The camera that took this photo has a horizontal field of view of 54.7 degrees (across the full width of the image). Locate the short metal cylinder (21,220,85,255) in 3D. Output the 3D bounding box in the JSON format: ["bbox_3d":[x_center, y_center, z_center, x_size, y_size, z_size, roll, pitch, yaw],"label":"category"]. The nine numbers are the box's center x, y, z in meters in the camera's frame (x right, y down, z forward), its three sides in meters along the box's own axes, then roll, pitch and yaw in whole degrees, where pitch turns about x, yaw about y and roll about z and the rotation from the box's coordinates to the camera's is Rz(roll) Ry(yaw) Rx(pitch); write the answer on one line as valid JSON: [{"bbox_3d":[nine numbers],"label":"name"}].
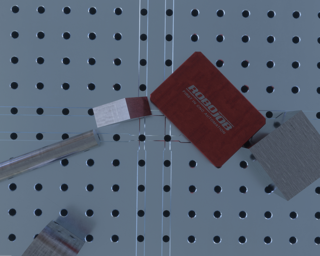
[{"bbox_3d":[-0.139,0.163,0.384,0.050,0.080,0.080,36,90,-1],"label":"short metal cylinder"}]

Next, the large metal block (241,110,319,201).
[{"bbox_3d":[0.164,0.034,0.403,0.080,0.050,0.080,-37,90,0],"label":"large metal block"}]

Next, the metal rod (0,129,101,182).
[{"bbox_3d":[-0.226,0.064,0.410,0.302,0.025,0.025,-20,90,-1],"label":"metal rod"}]

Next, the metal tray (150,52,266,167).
[{"bbox_3d":[0.062,-0.024,0.412,0.090,0.030,0.130,-44,91,-1],"label":"metal tray"}]

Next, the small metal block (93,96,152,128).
[{"bbox_3d":[-0.047,-0.021,0.391,0.050,0.050,0.025,-14,91,29],"label":"small metal block"}]
